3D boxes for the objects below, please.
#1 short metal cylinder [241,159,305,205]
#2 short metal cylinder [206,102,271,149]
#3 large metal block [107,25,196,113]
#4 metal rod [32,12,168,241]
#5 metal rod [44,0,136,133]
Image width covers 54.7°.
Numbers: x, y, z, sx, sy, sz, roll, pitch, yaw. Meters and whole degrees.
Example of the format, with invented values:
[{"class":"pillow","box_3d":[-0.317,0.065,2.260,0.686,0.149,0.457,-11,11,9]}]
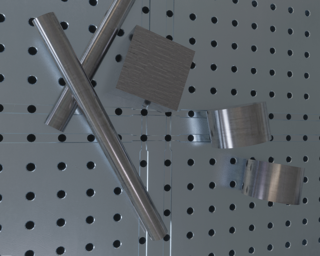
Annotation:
[{"class":"short metal cylinder","box_3d":[0.160,0.075,0.443,0.081,0.080,0.050,10,87,-20]},{"class":"short metal cylinder","box_3d":[0.107,-0.005,0.423,0.081,0.080,0.050,-11,94,-20]},{"class":"large metal block","box_3d":[-0.012,-0.071,0.395,0.081,0.050,0.080,19,84,-19]},{"class":"metal rod","box_3d":[-0.062,0.012,0.370,0.025,0.025,0.299,-31,107,-17]},{"class":"metal rod","box_3d":[-0.060,-0.133,0.389,0.025,0.025,0.299,29,80,-18]}]
